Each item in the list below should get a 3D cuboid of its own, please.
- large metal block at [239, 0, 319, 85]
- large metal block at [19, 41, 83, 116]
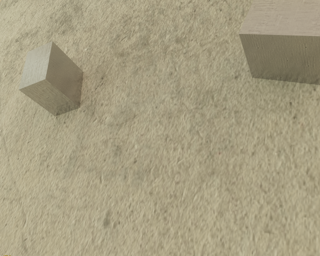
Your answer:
[{"bbox_3d":[0.145,-0.097,0.352,0.080,0.080,0.050,13,69,33],"label":"large metal block"},{"bbox_3d":[-0.173,-0.078,0.505,0.050,0.080,0.080,-17,55,18],"label":"large metal block"}]
